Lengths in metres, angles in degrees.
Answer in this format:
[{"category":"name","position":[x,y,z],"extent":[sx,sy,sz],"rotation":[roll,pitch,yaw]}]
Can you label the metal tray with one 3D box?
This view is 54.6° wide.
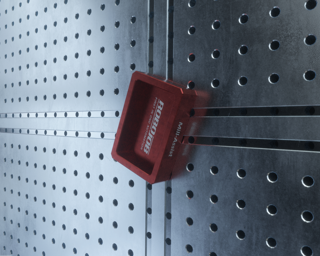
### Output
[{"category":"metal tray","position":[-0.013,-0.002,0.417],"extent":[0.090,0.030,0.129],"rotation":[27,107,36]}]
